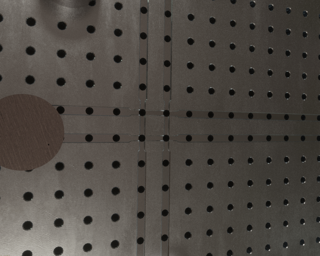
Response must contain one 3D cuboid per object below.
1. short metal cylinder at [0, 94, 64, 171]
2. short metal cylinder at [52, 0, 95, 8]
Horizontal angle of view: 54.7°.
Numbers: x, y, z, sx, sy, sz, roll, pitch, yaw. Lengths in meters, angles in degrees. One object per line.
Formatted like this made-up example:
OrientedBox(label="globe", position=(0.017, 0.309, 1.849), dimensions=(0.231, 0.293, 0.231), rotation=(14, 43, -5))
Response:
OrientedBox(label="short metal cylinder", position=(-0.150, 0.004, 0.344), dimensions=(0.081, 0.050, 0.079), rotation=(0, 90, -21))
OrientedBox(label="short metal cylinder", position=(-0.103, -0.189, 0.361), dimensions=(0.081, 0.050, 0.079), rotation=(0, 90, -21))
